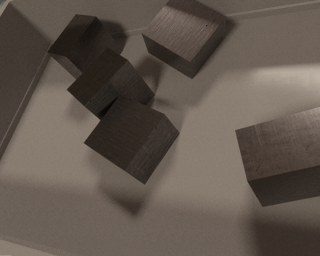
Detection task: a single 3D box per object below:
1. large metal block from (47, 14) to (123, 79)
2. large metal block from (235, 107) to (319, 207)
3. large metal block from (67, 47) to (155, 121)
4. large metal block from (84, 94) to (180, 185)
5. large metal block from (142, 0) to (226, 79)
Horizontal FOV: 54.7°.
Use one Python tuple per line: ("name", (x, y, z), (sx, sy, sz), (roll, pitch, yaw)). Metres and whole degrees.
("large metal block", (-0.120, -0.126, 0.508), (0.050, 0.080, 0.080), (20, 72, 35))
("large metal block", (0.123, 0.031, 0.287), (0.080, 0.080, 0.050), (-17, 55, 18))
("large metal block", (-0.066, -0.050, 0.434), (0.080, 0.080, 0.050), (-48, 51, -5))
("large metal block", (-0.036, 0.013, 0.399), (0.080, 0.050, 0.080), (26, 76, 36))
("large metal block", (0.035, -0.129, 0.434), (0.080, 0.050, 0.080), (35, 81, 17))
